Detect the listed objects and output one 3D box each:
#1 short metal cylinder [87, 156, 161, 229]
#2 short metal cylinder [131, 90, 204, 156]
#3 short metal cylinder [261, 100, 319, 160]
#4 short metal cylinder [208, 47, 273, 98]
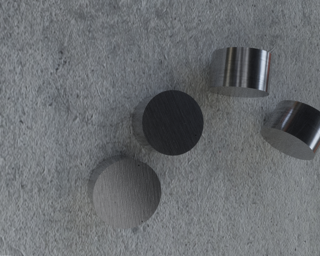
[{"bbox_3d":[-0.045,0.076,0.379,0.081,0.050,0.080,0,90,-20],"label":"short metal cylinder"},{"bbox_3d":[0.008,-0.006,0.399,0.081,0.050,0.080,0,90,-20],"label":"short metal cylinder"},{"bbox_3d":[0.197,0.004,0.452,0.080,0.080,0.050,39,78,-16],"label":"short metal cylinder"},{"bbox_3d":[0.108,-0.073,0.419,0.081,0.080,0.050,7,88,-20],"label":"short metal cylinder"}]
